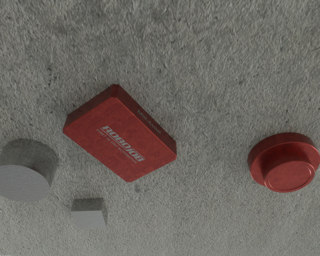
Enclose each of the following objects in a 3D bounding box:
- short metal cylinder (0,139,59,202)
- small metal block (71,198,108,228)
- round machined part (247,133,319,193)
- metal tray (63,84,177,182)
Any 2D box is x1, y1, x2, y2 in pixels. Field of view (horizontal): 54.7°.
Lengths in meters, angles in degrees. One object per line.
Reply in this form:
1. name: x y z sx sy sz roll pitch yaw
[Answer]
1. short metal cylinder: -0.192 0.061 0.441 0.081 0.050 0.079 0 130 0
2. small metal block: -0.119 0.146 0.531 0.050 0.025 0.050 -2 130 2
3. round machined part: 0.180 0.056 0.446 0.099 0.042 0.097 0 130 0
4. metal tray: -0.050 0.013 0.415 0.090 0.030 0.130 -30 124 23
